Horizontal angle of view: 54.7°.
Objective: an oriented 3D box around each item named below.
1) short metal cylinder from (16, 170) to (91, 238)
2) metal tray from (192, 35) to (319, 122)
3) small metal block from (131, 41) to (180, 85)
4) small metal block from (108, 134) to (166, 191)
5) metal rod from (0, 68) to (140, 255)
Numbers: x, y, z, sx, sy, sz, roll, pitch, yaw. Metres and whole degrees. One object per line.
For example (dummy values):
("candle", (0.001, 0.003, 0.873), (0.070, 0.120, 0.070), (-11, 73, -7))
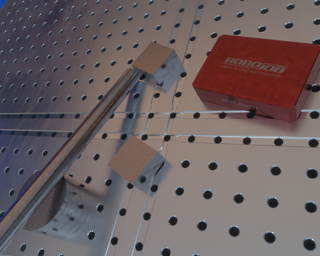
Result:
("short metal cylinder", (-0.139, 0.098, 0.405), (0.080, 0.050, 0.080), (-13, 56, 21))
("metal tray", (0.117, -0.067, 0.384), (0.130, 0.030, 0.090), (19, 72, 35))
("small metal block", (-0.006, -0.100, 0.473), (0.050, 0.025, 0.050), (31, 79, 38))
("small metal block", (-0.030, 0.044, 0.397), (0.050, 0.025, 0.050), (30, 78, 37))
("metal rod", (-0.110, 0.023, 0.401), (0.025, 0.025, 0.301), (9, 50, 32))
